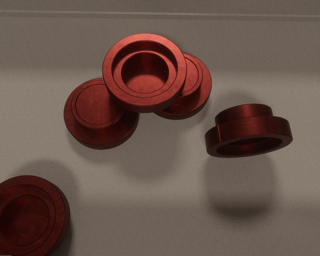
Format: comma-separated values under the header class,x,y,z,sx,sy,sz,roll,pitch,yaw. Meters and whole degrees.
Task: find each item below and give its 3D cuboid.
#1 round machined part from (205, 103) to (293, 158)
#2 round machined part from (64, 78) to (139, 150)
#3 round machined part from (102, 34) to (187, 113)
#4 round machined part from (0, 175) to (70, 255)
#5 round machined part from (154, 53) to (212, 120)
class,x,y,z,sx,sy,sz,roll,pitch,yaw
round machined part,0.103,0.003,0.371,0.099,0.098,0.042,-4,70,-2
round machined part,-0.078,-0.024,0.408,0.099,0.042,0.098,0,70,-1
round machined part,-0.018,-0.063,0.379,0.099,0.042,0.098,0,70,-1
round machined part,-0.154,0.107,0.360,0.099,0.042,0.098,0,70,-1
round machined part,0.022,-0.064,0.424,0.099,0.042,0.098,0,70,-1
